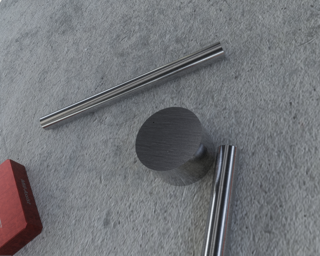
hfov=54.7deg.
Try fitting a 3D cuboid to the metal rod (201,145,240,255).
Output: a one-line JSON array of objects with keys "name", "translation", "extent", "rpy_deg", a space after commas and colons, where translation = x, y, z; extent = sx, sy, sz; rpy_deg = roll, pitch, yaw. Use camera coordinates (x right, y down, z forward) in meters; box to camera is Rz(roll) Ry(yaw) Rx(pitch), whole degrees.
[{"name": "metal rod", "translation": [0.045, 0.156, 0.284], "extent": [0.025, 0.025, 0.300], "rpy_deg": [0, 61, 28]}]

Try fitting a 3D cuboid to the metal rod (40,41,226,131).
[{"name": "metal rod", "translation": [-0.050, -0.057, 0.463], "extent": [0.301, 0.025, 0.025], "rpy_deg": [-20, 54, 15]}]

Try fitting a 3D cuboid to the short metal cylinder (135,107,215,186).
[{"name": "short metal cylinder", "translation": [0.019, 0.022, 0.364], "extent": [0.080, 0.050, 0.080], "rpy_deg": [-13, 56, 20]}]

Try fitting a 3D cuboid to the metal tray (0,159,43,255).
[{"name": "metal tray", "translation": [-0.228, 0.119, 0.444], "extent": [0.090, 0.030, 0.130], "rpy_deg": [-39, 51, 1]}]
